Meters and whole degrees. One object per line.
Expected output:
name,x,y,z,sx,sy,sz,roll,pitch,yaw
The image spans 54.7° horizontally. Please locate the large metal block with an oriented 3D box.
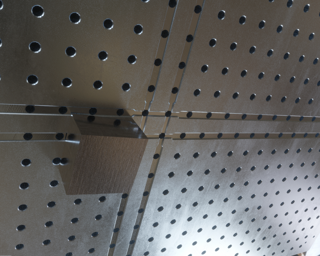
large metal block,-0.071,0.033,0.378,0.081,0.050,0.079,5,116,-31
